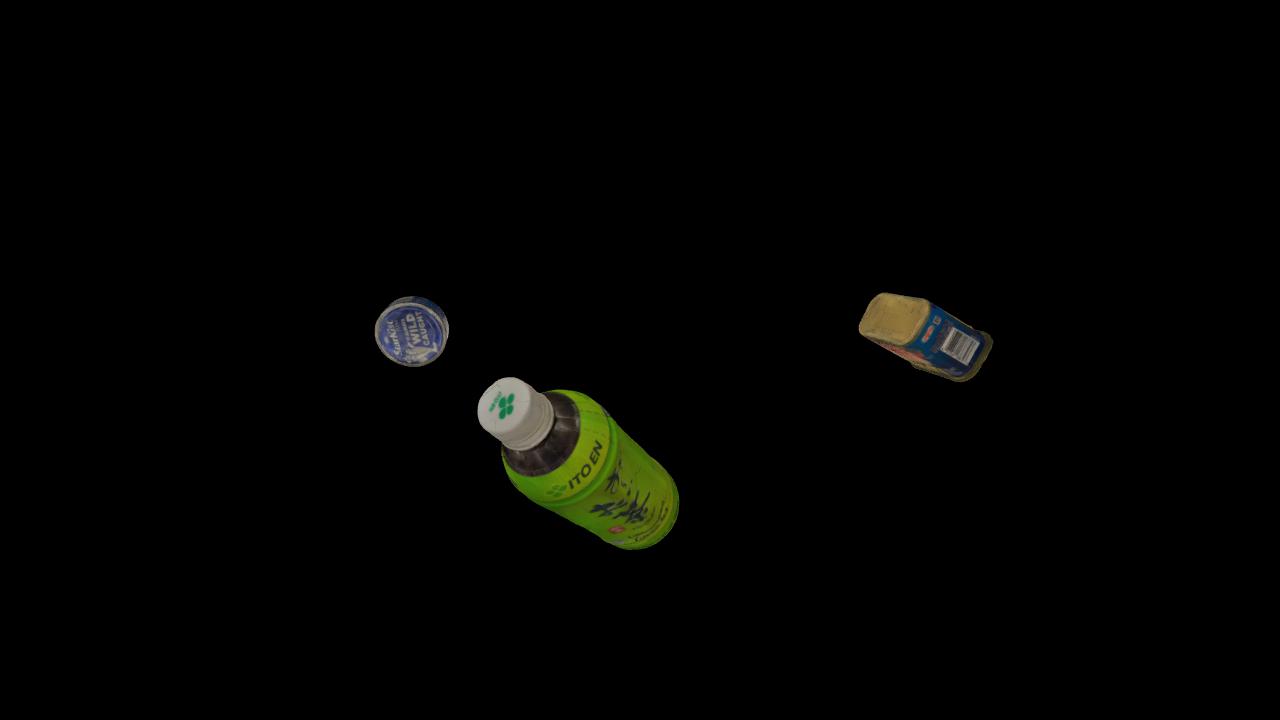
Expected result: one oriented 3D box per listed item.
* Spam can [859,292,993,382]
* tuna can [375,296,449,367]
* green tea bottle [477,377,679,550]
[{"bbox_3d":[0.294,-0.027,0.645,0.085,0.058,0.101,26,4,-17],"label":"Spam can"},{"bbox_3d":[-0.281,-0.036,0.763,0.084,0.084,0.034,0,23,-10],"label":"tuna can"},{"bbox_3d":[-0.034,0.067,0.392,0.073,0.073,0.212,0,-28,22],"label":"green tea bottle"}]
